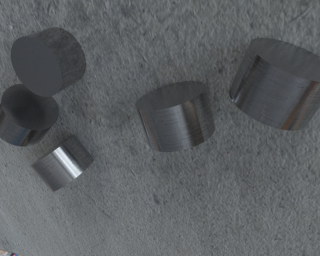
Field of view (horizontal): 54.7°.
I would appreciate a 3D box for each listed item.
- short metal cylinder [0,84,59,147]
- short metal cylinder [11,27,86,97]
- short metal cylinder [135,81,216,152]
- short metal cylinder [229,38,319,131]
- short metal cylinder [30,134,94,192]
[{"bbox_3d":[-0.201,-0.019,0.463,0.080,0.080,0.050,47,129,-5],"label":"short metal cylinder"},{"bbox_3d":[-0.147,-0.088,0.412,0.080,0.050,0.079,13,124,20],"label":"short metal cylinder"},{"bbox_3d":[0.018,-0.015,0.352,0.080,0.080,0.050,-4,117,29],"label":"short metal cylinder"},{"bbox_3d":[0.111,-0.042,0.286,0.080,0.080,0.050,26,127,11],"label":"short metal cylinder"},{"bbox_3d":[-0.151,0.053,0.481,0.080,0.080,0.050,-27,104,37],"label":"short metal cylinder"}]
